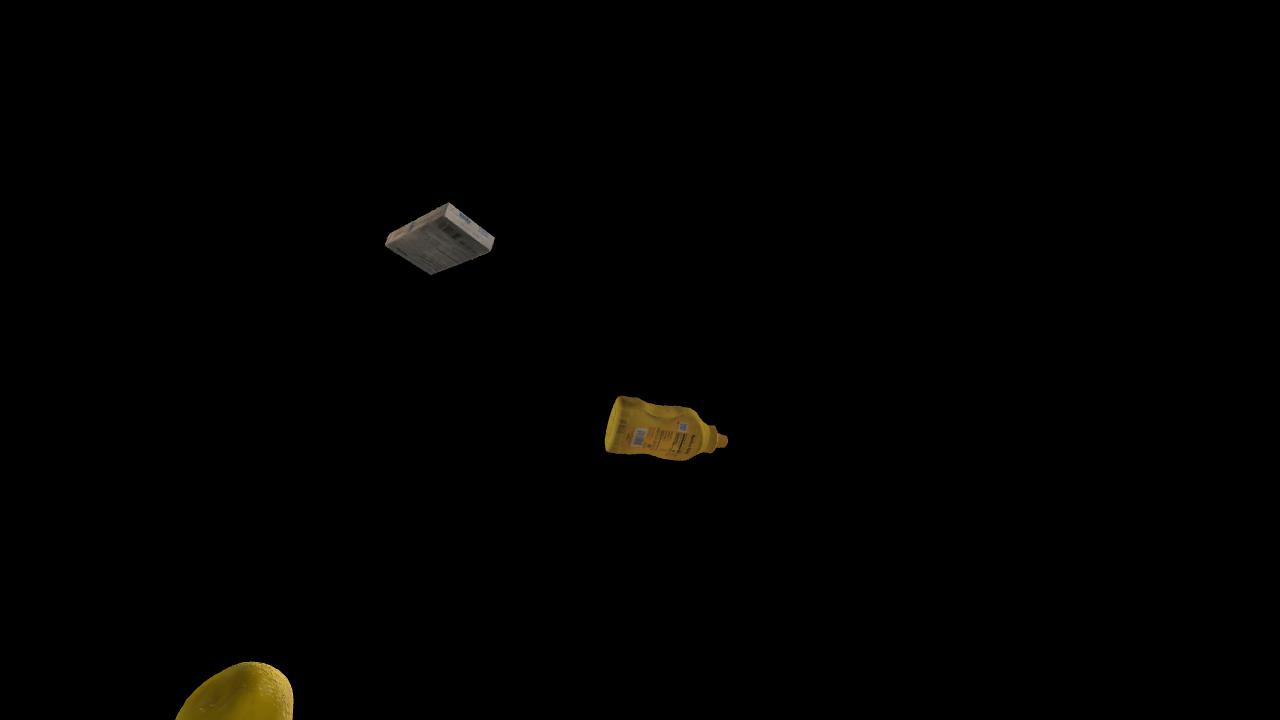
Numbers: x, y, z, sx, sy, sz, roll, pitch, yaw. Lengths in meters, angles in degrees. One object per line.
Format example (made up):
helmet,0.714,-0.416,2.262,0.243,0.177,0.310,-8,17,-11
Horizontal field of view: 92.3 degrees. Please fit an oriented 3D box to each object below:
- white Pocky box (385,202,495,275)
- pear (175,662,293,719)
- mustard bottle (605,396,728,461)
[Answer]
white Pocky box,-0.287,-0.169,0.879,0.154,0.028,0.084,-10,-33,39
pear,-0.272,0.272,0.431,0.080,0.111,0.080,-13,24,6
mustard bottle,0.045,0.110,0.921,0.184,0.092,0.054,10,23,-13
